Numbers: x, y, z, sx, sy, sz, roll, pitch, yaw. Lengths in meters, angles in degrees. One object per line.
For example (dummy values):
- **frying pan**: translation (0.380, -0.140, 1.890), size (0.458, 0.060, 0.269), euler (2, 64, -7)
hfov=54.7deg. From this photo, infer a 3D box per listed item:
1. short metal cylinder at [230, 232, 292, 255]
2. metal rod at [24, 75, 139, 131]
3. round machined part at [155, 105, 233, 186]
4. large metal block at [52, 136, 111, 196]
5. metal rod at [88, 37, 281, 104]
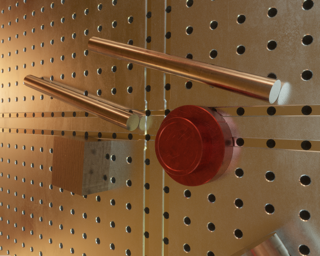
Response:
- **short metal cylinder**: translation (0.092, 0.143, 0.297), size (0.080, 0.081, 0.050), euler (-44, 64, 31)
- **metal rod**: translation (-0.150, -0.051, 0.529), size (0.300, 0.025, 0.025), euler (21, 103, 37)
- **round machined part**: translation (0.033, 0.021, 0.370), size (0.098, 0.042, 0.097), euler (0, 90, 39)
- **large metal block**: translation (-0.127, 0.056, 0.495), size (0.080, 0.050, 0.079), euler (7, 94, 39)
- **metal rod**: translation (0.006, -0.085, 0.402), size (0.300, 0.025, 0.025), euler (24, 105, 37)
